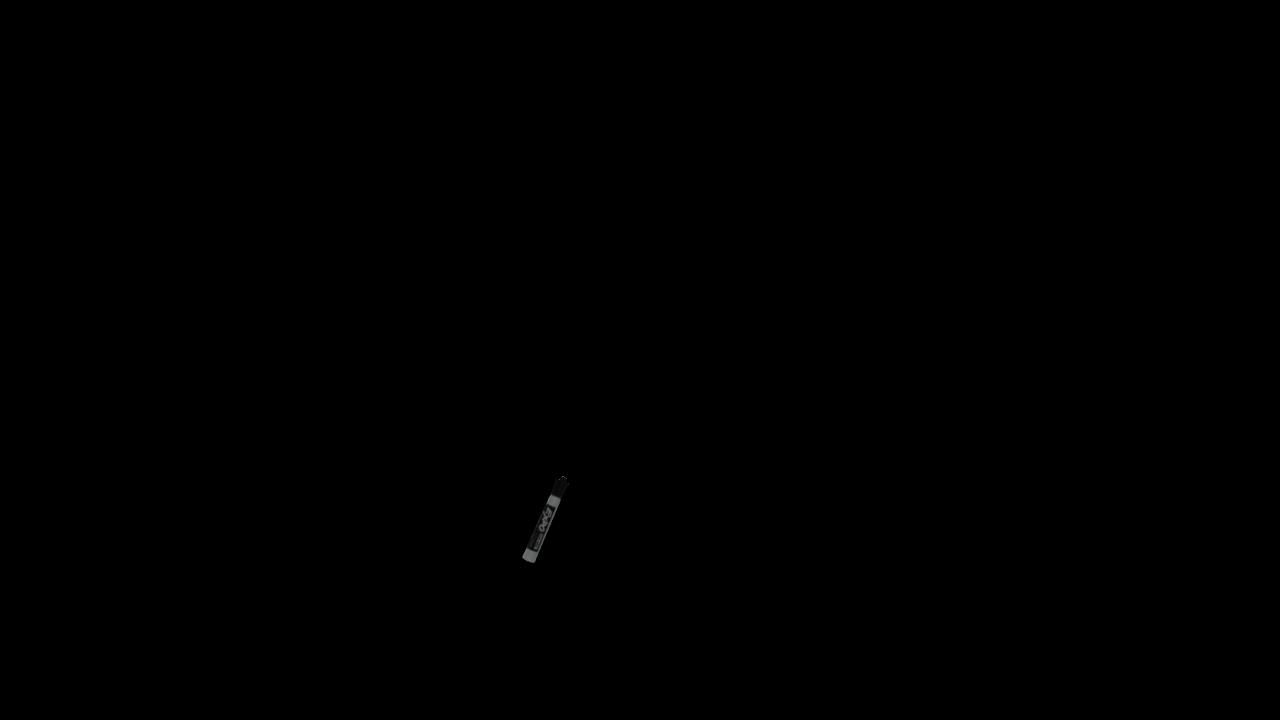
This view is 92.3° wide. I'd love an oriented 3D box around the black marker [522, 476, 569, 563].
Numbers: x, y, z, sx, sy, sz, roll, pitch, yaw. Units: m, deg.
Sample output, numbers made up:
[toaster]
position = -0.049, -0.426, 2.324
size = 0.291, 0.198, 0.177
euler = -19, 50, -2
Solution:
[black marker]
position = -0.129, 0.218, 0.849
size = 0.020, 0.121, 0.020
euler = 22, -10, 4
